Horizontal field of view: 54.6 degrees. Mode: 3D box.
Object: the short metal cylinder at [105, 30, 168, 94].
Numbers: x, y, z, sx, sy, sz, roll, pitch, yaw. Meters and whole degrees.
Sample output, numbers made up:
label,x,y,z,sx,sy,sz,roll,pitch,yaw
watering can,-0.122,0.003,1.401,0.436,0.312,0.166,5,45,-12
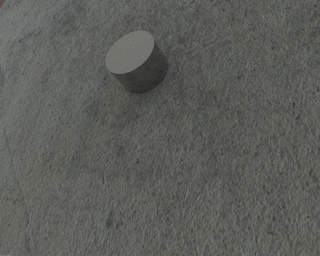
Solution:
label,x,y,z,sx,sy,sz,roll,pitch,yaw
short metal cylinder,-0.034,-0.099,0.468,0.080,0.050,0.080,-13,56,21
